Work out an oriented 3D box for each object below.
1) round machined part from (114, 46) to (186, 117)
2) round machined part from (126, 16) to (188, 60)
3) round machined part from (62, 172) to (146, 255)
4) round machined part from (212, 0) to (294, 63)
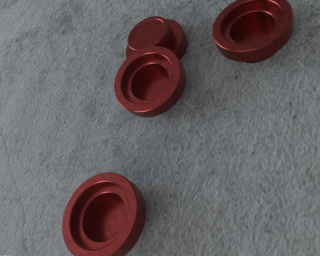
[{"bbox_3d":[-0.010,-0.060,0.427,0.098,0.042,0.098,-9,67,22],"label":"round machined part"},{"bbox_3d":[-0.011,-0.133,0.479,0.098,0.042,0.098,-13,56,20],"label":"round machined part"},{"bbox_3d":[-0.060,0.105,0.359,0.098,0.042,0.098,-13,56,20],"label":"round machined part"},{"bbox_3d":[0.122,-0.124,0.405,0.098,0.042,0.098,-13,56,20],"label":"round machined part"}]
